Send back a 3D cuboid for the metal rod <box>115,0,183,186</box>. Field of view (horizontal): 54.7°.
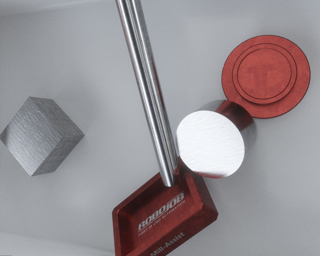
[{"bbox_3d":[-0.019,-0.073,0.334,0.025,0.025,0.298,-8,108,19],"label":"metal rod"}]

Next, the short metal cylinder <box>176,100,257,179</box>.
[{"bbox_3d":[0.066,0.012,0.360,0.080,0.050,0.079,11,114,28],"label":"short metal cylinder"}]

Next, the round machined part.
[{"bbox_3d":[0.121,-0.060,0.359,0.098,0.042,0.097,0,90,19],"label":"round machined part"}]

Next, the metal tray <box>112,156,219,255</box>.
[{"bbox_3d":[-0.001,0.104,0.378,0.130,0.030,0.090,-40,33,15],"label":"metal tray"}]

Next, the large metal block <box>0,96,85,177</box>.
[{"bbox_3d":[-0.174,0.012,0.457,0.080,0.050,0.080,45,104,14],"label":"large metal block"}]
